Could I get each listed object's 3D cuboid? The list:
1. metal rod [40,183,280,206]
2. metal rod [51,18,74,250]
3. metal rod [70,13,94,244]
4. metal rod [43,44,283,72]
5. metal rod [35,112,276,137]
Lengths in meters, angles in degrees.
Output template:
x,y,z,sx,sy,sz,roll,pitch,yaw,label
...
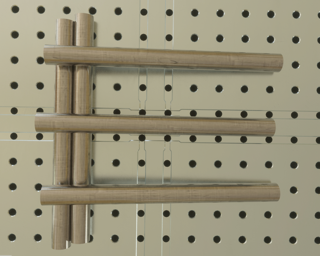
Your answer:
x,y,z,sx,sy,sz,roll,pitch,yaw,label
0.006,0.085,0.399,0.302,0.025,0.025,1,90,-7,metal rod
-0.128,0.008,0.411,0.025,0.025,0.298,1,90,-1,metal rod
-0.103,0.001,0.411,0.025,0.025,0.298,1,90,-1,metal rod
0.010,-0.089,0.399,0.302,0.025,0.025,1,90,-7,metal rod
0.000,-0.004,0.398,0.302,0.025,0.025,1,90,-7,metal rod
